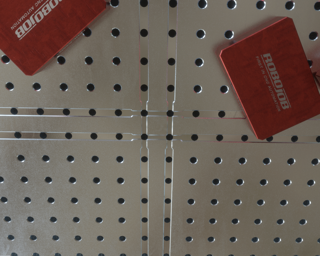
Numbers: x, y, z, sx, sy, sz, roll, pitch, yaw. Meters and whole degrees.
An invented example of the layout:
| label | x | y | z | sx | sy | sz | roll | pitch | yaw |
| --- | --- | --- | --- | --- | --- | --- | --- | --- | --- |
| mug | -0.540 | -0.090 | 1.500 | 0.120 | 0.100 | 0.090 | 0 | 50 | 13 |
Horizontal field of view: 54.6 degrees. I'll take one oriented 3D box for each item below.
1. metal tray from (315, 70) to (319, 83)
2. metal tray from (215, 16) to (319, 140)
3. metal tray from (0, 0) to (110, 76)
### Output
| label | x | y | z | sx | sy | sz | roll | pitch | yaw |
| --- | --- | --- | --- | --- | --- | --- | --- | --- | --- |
| metal tray | 0.260 | -0.080 | 0.351 | 0.130 | 0.090 | 0.030 | -36 | 106 | 12 |
| metal tray | 0.138 | -0.060 | 0.390 | 0.090 | 0.030 | 0.130 | -26 | 108 | 9 |
| metal tray | -0.136 | -0.135 | 0.360 | 0.130 | 0.030 | 0.090 | -37 | 106 | 12 |
